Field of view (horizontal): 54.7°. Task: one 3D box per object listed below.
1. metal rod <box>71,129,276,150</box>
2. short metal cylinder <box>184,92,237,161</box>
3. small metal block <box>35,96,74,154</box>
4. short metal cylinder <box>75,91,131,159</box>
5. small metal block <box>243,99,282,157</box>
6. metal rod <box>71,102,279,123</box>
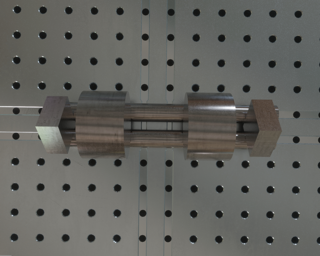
[{"bbox_3d":[0.001,0.015,0.413,0.302,0.025,0.025,1,90,0],"label":"metal rod"},{"bbox_3d":[0.055,-0.002,0.364,0.050,0.080,0.079,1,90,0],"label":"short metal cylinder"},{"bbox_3d":[-0.125,-0.004,0.377,0.025,0.050,0.050,1,48,0],"label":"small metal block"},{"bbox_3d":[-0.063,-0.004,0.363,0.050,0.080,0.079,1,90,0],"label":"short metal cylinder"},{"bbox_3d":[0.123,0.000,0.379,0.025,0.050,0.050,1,49,0],"label":"small metal block"},{"bbox_3d":[0.004,-0.020,0.413,0.302,0.025,0.025,1,90,0],"label":"metal rod"}]
